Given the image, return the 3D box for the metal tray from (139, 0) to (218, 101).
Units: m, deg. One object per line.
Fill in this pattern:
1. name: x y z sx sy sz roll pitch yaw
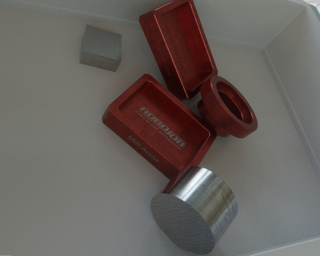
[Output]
1. metal tray: 0.032 -0.116 0.449 0.090 0.030 0.129 -43 118 -38

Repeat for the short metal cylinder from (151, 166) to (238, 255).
1. short metal cylinder: 0.037 0.089 0.338 0.080 0.080 0.050 48 51 5

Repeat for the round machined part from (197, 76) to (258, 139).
1. round machined part: 0.093 -0.025 0.449 0.098 0.042 0.098 32 36 -26

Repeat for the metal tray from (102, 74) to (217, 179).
1. metal tray: 0.003 -0.001 0.405 0.130 0.030 0.090 41 51 -1

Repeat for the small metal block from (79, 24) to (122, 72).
1. small metal block: -0.082 -0.110 0.430 0.050 0.025 0.050 11 57 -23
